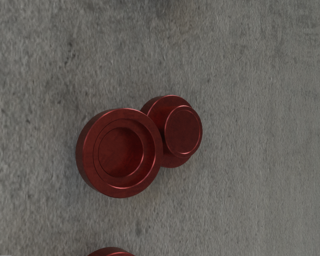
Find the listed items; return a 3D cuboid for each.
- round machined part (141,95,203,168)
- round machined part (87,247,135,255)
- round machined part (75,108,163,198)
[{"bbox_3d":[0.019,0.005,0.412,0.099,0.042,0.097,0,90,-40],"label":"round machined part"},{"bbox_3d":[-0.064,0.181,0.342,0.099,0.042,0.097,0,90,-40],"label":"round machined part"},{"bbox_3d":[-0.048,0.027,0.351,0.099,0.042,0.097,-1,92,-35],"label":"round machined part"}]
